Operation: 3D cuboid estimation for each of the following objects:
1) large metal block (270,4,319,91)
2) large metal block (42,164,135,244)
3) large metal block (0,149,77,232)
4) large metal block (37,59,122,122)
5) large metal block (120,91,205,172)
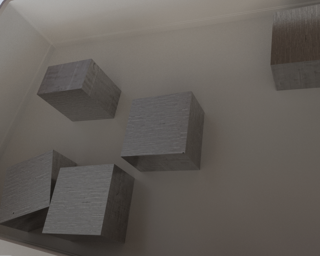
[{"bbox_3d":[0.174,-0.093,0.355,0.080,0.050,0.080,-2,61,27],"label":"large metal block"},{"bbox_3d":[-0.083,0.092,0.375,0.080,0.050,0.080,-7,59,24],"label":"large metal block"},{"bbox_3d":[-0.163,0.086,0.420,0.080,0.050,0.080,-21,54,15],"label":"large metal block"},{"bbox_3d":[-0.118,-0.053,0.462,0.080,0.080,0.050,-3,60,26],"label":"large metal block"},{"bbox_3d":[0.006,0.007,0.381,0.080,0.050,0.080,-5,59,25],"label":"large metal block"}]
